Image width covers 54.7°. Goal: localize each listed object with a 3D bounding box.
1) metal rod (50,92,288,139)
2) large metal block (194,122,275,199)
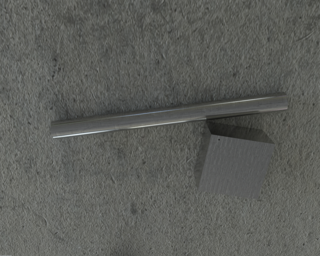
[{"bbox_3d":[0.010,-0.016,0.404,0.302,0.025,0.025,-7,110,2],"label":"metal rod"},{"bbox_3d":[0.095,0.042,0.413,0.081,0.050,0.079,9,110,-4],"label":"large metal block"}]
